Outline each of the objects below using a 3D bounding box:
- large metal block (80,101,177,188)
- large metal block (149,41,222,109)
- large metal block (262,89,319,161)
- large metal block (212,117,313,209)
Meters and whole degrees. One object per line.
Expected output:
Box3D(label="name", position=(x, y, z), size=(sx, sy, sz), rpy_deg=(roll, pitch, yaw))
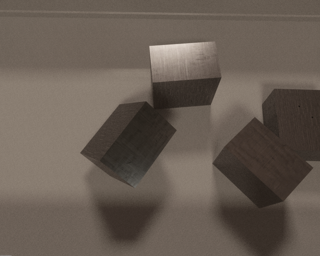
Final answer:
Box3D(label="large metal block", position=(-0.040, 0.017, 0.366), size=(0.050, 0.080, 0.080), rpy_deg=(43, 72, -22))
Box3D(label="large metal block", position=(0.029, -0.066, 0.405), size=(0.081, 0.080, 0.050), rpy_deg=(-5, 70, -2))
Box3D(label="large metal block", position=(0.183, -0.003, 0.400), size=(0.081, 0.050, 0.080), rpy_deg=(2, 70, 0))
Box3D(label="large metal block", position=(0.115, 0.044, 0.366), size=(0.050, 0.080, 0.080), rpy_deg=(-42, 76, -14))
